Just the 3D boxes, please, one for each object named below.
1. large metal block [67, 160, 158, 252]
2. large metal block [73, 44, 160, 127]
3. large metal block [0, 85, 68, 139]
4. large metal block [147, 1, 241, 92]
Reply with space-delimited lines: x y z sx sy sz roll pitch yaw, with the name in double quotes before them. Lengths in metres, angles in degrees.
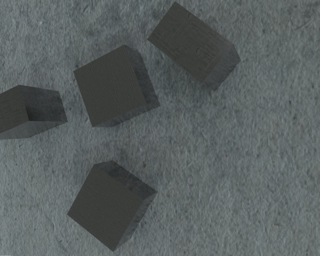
"large metal block" -0.063 0.101 0.417 0.080 0.050 0.080 32 100 16
"large metal block" -0.057 -0.052 0.415 0.080 0.050 0.080 -22 83 18
"large metal block" -0.197 -0.020 0.447 0.080 0.080 0.050 -20 84 18
"large metal block" 0.043 -0.091 0.364 0.080 0.080 0.050 42 103 15
